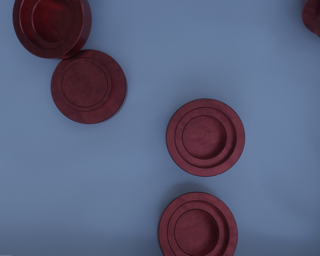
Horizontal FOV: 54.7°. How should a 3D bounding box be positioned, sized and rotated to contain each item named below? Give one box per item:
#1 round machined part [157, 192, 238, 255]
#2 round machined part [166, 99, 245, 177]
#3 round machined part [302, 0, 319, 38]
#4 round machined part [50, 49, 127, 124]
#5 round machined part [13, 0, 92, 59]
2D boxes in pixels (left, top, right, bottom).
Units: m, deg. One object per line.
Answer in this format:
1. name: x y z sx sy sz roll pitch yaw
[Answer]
1. round machined part: 0.045 0.133 0.395 0.099 0.042 0.098 2 73 -6
2. round machined part: 0.056 0.012 0.404 0.099 0.042 0.097 0 90 -1
3. round machined part: 0.225 -0.140 0.374 0.099 0.098 0.042 12 69 -1
4. round machined part: -0.093 -0.054 0.402 0.099 0.042 0.097 0 90 -1
5. round machined part: -0.131 -0.136 0.392 0.098 0.042 0.097 2 99 15
